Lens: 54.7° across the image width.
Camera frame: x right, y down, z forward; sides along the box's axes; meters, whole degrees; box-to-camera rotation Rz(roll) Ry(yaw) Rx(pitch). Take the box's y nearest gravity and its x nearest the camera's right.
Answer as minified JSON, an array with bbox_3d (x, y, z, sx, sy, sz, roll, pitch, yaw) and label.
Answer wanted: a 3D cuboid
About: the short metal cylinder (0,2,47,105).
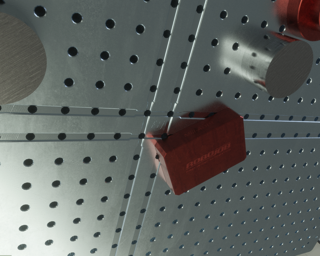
[{"bbox_3d":[-0.146,-0.067,0.274,0.081,0.050,0.079,-14,124,-21],"label":"short metal cylinder"}]

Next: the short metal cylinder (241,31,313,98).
[{"bbox_3d":[0.161,-0.088,0.428,0.081,0.050,0.079,-14,124,-21],"label":"short metal cylinder"}]

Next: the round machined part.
[{"bbox_3d":[0.226,-0.166,0.420,0.099,0.042,0.097,-14,124,-21],"label":"round machined part"}]

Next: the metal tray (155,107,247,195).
[{"bbox_3d":[0.065,0.036,0.466,0.131,0.030,0.090,-26,128,-13],"label":"metal tray"}]
